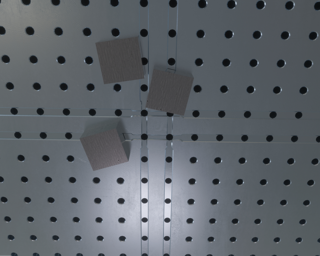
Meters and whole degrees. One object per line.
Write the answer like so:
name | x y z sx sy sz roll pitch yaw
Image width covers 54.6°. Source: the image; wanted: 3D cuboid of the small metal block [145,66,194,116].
small metal block | 0.012 -0.048 0.396 0.050 0.025 0.050 12 110 -5

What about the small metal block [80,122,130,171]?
small metal block | -0.074 0.025 0.422 0.050 0.025 0.050 -16 110 5

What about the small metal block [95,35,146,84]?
small metal block | -0.047 -0.084 0.382 0.050 0.025 0.050 -8 110 3
